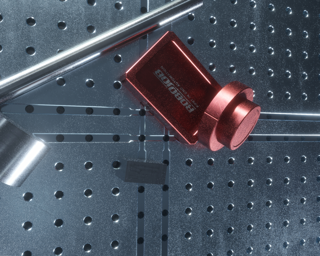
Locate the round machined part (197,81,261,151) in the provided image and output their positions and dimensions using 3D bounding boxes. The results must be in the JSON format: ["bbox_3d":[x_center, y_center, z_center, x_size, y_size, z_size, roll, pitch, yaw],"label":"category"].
[{"bbox_3d":[0.097,-0.010,0.411,0.042,0.098,0.098,35,74,27],"label":"round machined part"}]

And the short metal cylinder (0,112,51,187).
[{"bbox_3d":[-0.164,0.018,0.323,0.080,0.080,0.050,39,78,-16],"label":"short metal cylinder"}]

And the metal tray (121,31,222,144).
[{"bbox_3d":[0.024,-0.052,0.419,0.130,0.030,0.090,46,76,-15],"label":"metal tray"}]

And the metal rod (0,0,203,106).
[{"bbox_3d":[-0.071,-0.105,0.386,0.302,0.025,0.025,-31,101,-18],"label":"metal rod"}]

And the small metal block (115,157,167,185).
[{"bbox_3d":[-0.025,0.053,0.391,0.050,0.050,0.025,8,87,-20],"label":"small metal block"}]
